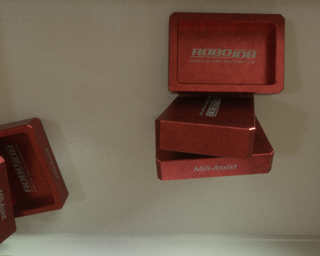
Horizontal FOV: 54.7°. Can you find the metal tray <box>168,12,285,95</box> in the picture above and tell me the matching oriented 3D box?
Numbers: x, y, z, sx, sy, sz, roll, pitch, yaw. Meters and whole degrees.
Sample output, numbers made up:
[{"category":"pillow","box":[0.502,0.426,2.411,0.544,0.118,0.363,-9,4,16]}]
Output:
[{"category":"metal tray","box":[0.075,-0.085,0.363,0.131,0.030,0.089,1,90,-1]}]

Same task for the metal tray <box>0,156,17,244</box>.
[{"category":"metal tray","box":[-0.239,0.083,0.402,0.090,0.030,0.129,18,121,19]}]

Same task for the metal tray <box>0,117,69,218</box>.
[{"category":"metal tray","box":[-0.192,0.058,0.427,0.090,0.030,0.129,-12,110,4]}]

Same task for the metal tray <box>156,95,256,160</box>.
[{"category":"metal tray","box":[0.056,-0.010,0.342,0.090,0.130,0.030,6,111,14]}]

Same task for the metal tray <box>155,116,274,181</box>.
[{"category":"metal tray","box":[0.061,0.019,0.382,0.131,0.090,0.030,-4,125,1]}]
